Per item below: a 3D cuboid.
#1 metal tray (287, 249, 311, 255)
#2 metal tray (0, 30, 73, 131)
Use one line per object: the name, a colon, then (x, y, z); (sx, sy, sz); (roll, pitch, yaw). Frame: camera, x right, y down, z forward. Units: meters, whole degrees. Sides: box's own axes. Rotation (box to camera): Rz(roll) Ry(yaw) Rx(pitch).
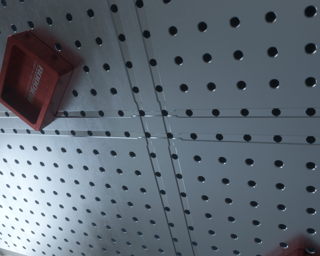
metal tray: (0.197, 0.240, 0.451); (0.090, 0.030, 0.129); (35, 129, 4)
metal tray: (-0.192, -0.066, 0.465); (0.090, 0.030, 0.129); (39, 129, 1)
